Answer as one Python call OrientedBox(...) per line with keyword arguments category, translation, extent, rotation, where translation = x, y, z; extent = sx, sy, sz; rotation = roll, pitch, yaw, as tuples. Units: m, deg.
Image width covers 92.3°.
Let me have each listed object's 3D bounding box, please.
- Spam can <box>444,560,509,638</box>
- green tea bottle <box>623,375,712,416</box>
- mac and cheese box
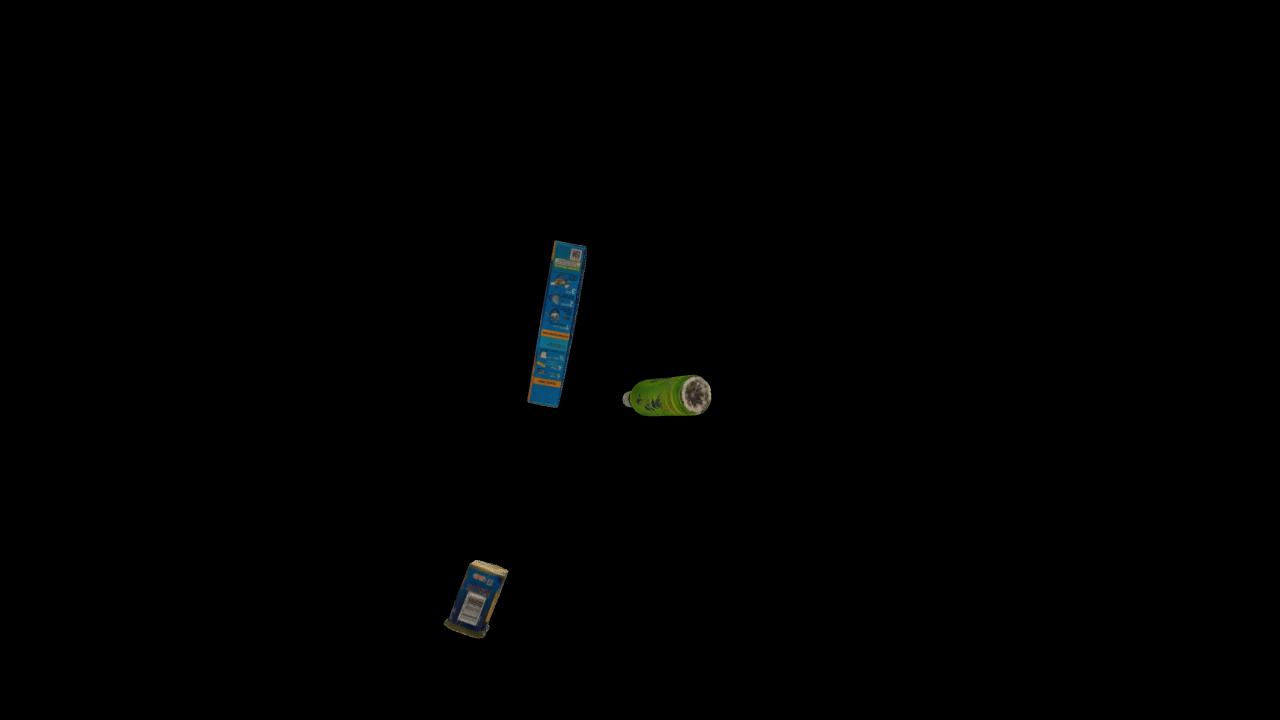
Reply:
OrientedBox(category="Spam can", translation=(-0.227, 0.334, 0.868), extent=(0.058, 0.085, 0.101), rotation=(21, -16, -3))
OrientedBox(category="green tea bottle", translation=(0.037, 0.068, 1.109), extent=(0.073, 0.073, 0.212), rotation=(0, -7, -34))
OrientedBox(category="mac and cheese box", translation=(-0.096, -0.045, 0.720), extent=(0.041, 0.184, 0.093), rotation=(10, 10, -8))
